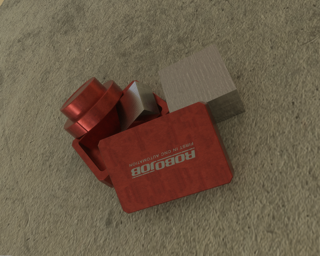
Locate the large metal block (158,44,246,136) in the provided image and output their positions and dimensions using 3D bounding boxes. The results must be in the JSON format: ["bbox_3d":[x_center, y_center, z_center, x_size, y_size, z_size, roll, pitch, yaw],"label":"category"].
[{"bbox_3d":[0.051,-0.047,0.392,0.080,0.050,0.080,-24,53,13],"label":"large metal block"}]

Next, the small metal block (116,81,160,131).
[{"bbox_3d":[-0.031,-0.024,0.407,0.050,0.025,0.050,-46,47,33],"label":"small metal block"}]

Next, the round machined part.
[{"bbox_3d":[-0.104,-0.035,0.444,0.098,0.042,0.098,-37,22,18],"label":"round machined part"}]

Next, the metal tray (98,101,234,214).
[{"bbox_3d":[0.006,0.034,0.349,0.130,0.030,0.090,-21,90,16],"label":"metal tray"}]

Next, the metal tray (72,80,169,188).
[{"bbox_3d":[-0.049,0.005,0.424,0.130,0.030,0.090,-46,51,-4],"label":"metal tray"}]
